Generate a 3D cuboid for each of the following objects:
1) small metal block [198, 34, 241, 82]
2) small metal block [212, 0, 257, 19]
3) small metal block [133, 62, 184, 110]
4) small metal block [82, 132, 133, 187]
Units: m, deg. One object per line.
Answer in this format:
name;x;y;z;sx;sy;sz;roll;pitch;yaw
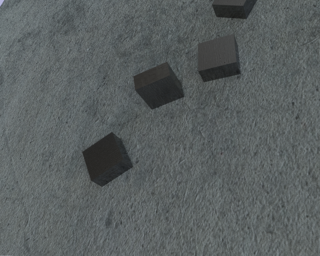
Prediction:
small metal block;0.080;-0.094;0.420;0.050;0.025;0.050;-10;57;22
small metal block;0.114;-0.192;0.462;0.050;0.025;0.050;19;72;35
small metal block;-0.001;-0.056;0.423;0.050;0.050;0.025;-21;54;16
small metal block;-0.071;0.042;0.415;0.050;0.025;0.050;-34;51;6
